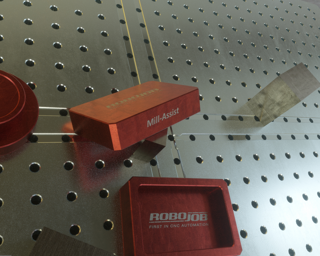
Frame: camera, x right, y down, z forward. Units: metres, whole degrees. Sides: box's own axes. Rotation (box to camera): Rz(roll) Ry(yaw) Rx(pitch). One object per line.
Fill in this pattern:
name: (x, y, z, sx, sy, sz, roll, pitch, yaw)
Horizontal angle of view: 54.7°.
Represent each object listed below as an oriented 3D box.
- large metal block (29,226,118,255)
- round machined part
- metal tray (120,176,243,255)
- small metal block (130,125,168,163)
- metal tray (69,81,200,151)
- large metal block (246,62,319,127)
large metal block: (-0.082, 0.142, 0.261, 0.080, 0.050, 0.080, 27, 52, -11)
round machined part: (-0.176, -0.023, 0.316, 0.099, 0.042, 0.098, 14, 56, -21)
metal tray: (0.024, 0.104, 0.353, 0.131, 0.030, 0.090, 6, 59, -25)
small metal block: (-0.013, 0.008, 0.380, 0.025, 0.050, 0.050, 19, 54, -17)
metal tray: (-0.027, -0.021, 0.366, 0.131, 0.090, 0.030, -26, 119, -37)
large metal block: (0.206, -0.056, 0.517, 0.081, 0.080, 0.050, -28, 78, -37)
